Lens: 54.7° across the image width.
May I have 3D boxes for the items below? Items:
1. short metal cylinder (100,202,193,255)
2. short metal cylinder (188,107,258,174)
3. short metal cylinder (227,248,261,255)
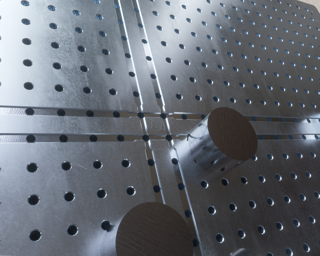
[{"bbox_3d":[-0.014,0.121,0.312,0.081,0.050,0.080,14,56,-21],"label":"short metal cylinder"},{"bbox_3d":[0.087,0.018,0.430,0.081,0.050,0.080,14,56,-21],"label":"short metal cylinder"},{"bbox_3d":[0.084,0.173,0.315,0.050,0.080,0.080,-18,71,-35],"label":"short metal cylinder"}]
